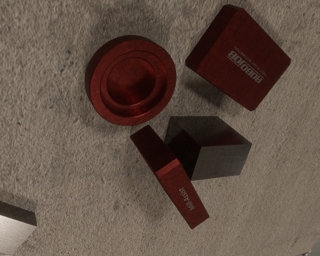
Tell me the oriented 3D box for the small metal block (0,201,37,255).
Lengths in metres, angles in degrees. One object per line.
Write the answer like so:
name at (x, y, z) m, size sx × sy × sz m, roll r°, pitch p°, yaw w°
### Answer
small metal block at (-0.190, 0.123, 0.380) m, size 0.050 × 0.025 × 0.050 m, roll -48°, pitch 129°, yaw 5°

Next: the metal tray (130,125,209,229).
metal tray at (0.014, 0.066, 0.415) m, size 0.030 × 0.090 × 0.130 m, roll -34°, pitch 129°, yaw -7°

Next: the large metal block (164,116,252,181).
large metal block at (0.062, 0.024, 0.422) m, size 0.081 × 0.080 × 0.050 m, roll -1°, pitch 119°, yaw -28°

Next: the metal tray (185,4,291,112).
metal tray at (0.107, -0.087, 0.410) m, size 0.131 × 0.030 × 0.090 m, roll 26°, pitch 104°, yaw -38°

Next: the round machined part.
round machined part at (-0.035, -0.055, 0.344) m, size 0.099 × 0.042 × 0.097 m, roll -14°, pitch 125°, yaw -21°
